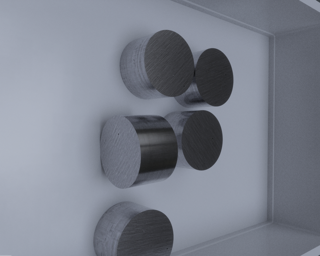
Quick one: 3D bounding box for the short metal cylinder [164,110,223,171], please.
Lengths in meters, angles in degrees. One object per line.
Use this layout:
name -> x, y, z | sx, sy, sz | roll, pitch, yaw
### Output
short metal cylinder -> 0.041, 0.016, 0.427 | 0.081, 0.050, 0.079 | 0, 90, -40

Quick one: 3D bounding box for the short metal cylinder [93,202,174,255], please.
short metal cylinder -> -0.031, 0.132, 0.367 | 0.081, 0.050, 0.079 | 0, 90, -40

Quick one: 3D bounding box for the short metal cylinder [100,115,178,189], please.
short metal cylinder -> -0.026, 0.025, 0.351 | 0.050, 0.080, 0.079 | -3, 92, -40

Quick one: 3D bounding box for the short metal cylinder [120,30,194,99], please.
short metal cylinder -> -0.003, -0.077, 0.390 | 0.081, 0.050, 0.079 | 0, 90, -40

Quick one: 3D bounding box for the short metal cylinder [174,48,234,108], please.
short metal cylinder -> 0.060, -0.069, 0.443 | 0.081, 0.050, 0.079 | 0, 90, -40
